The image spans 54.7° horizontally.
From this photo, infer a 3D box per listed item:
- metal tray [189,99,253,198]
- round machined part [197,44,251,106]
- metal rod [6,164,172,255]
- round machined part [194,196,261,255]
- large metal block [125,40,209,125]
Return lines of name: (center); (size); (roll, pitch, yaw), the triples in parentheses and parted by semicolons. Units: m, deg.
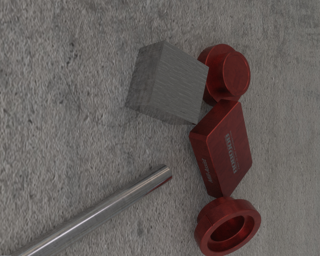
metal tray: (0.095, 0.034, 0.462); (0.090, 0.030, 0.129); (-44, 130, -30)
round machined part: (0.103, -0.081, 0.480); (0.099, 0.042, 0.097); (0, 90, -40)
metal rod: (-0.101, 0.113, 0.319); (0.302, 0.025, 0.025); (-26, 107, -37)
round machined part: (0.094, 0.139, 0.453); (0.099, 0.042, 0.097); (-13, 127, -17)
large metal block: (0.011, -0.054, 0.397); (0.080, 0.050, 0.080); (21, 77, -38)
